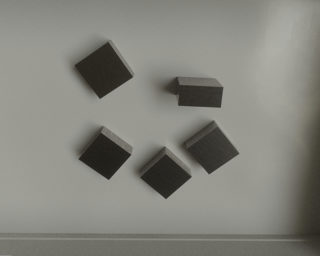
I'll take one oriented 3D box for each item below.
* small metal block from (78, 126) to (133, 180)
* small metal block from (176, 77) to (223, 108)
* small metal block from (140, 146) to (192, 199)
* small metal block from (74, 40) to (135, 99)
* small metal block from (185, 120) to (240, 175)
[{"bbox_3d":[-0.073,0.034,0.423,0.050,0.025,0.050,38,105,-13],"label":"small metal block"},{"bbox_3d":[0.047,-0.045,0.382,0.050,0.050,0.025,3,110,-2],"label":"small metal block"},{"bbox_3d":[0.008,0.063,0.435,0.050,0.025,0.050,43,104,-15],"label":"small metal block"},{"bbox_3d":[-0.067,-0.072,0.384,0.050,0.025,0.050,-32,107,10],"label":"small metal block"},{"bbox_3d":[0.071,0.027,0.422,0.050,0.025,0.050,-37,106,12],"label":"small metal block"}]
